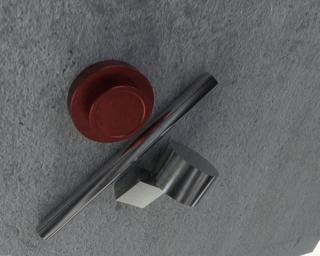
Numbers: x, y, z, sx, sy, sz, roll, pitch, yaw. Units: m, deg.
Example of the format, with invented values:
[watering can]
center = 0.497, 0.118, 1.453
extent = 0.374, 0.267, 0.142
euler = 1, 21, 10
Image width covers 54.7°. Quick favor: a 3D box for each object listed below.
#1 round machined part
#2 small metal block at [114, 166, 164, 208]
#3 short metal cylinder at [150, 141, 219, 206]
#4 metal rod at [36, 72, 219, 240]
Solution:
[round machined part]
center = -0.051, -0.024, 0.353
extent = 0.099, 0.042, 0.097
euler = -14, 124, -21
[small metal block]
center = -0.028, 0.084, 0.434
extent = 0.050, 0.025, 0.050
euler = 28, 122, -38
[short metal cylinder]
center = 0.034, 0.062, 0.428
extent = 0.080, 0.080, 0.050
euler = 24, 105, -37
[metal rod]
center = -0.042, 0.037, 0.406
extent = 0.300, 0.025, 0.025
euler = -42, 130, 1
